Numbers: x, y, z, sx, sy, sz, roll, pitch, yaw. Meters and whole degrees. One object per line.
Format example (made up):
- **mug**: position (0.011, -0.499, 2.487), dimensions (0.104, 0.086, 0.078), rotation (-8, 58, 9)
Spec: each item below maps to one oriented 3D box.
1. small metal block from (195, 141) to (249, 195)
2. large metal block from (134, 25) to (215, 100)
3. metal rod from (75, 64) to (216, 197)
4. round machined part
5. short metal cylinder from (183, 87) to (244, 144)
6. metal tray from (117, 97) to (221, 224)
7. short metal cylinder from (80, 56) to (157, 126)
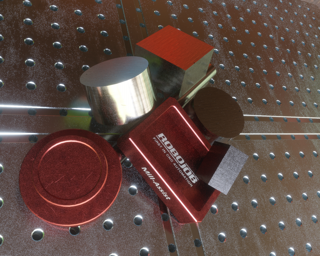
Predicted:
- **small metal block**: position (0.071, 0.045, 0.365), dimensions (0.025, 0.050, 0.050), rotation (32, 87, -11)
- **large metal block**: position (0.019, -0.097, 0.446), dimensions (0.080, 0.050, 0.080), rotation (32, 49, 18)
- **metal rod**: position (-0.004, -0.013, 0.416), dimensions (0.025, 0.025, 0.302), rotation (44, 52, 2)
- **round machined part**: position (-0.087, 0.046, 0.306), dimensions (0.099, 0.042, 0.098), rotation (4, 68, -10)
- **short metal cylinder**: position (0.070, -0.011, 0.435), dimensions (0.081, 0.050, 0.080), rotation (14, 56, -21)
- **metal tray**: position (0.021, 0.038, 0.375), dimensions (0.130, 0.030, 0.090), rotation (52, 51, -7)
- **short metal cylinder**: position (-0.048, -0.046, 0.368), dimensions (0.080, 0.050, 0.080), rotation (-9, 33, 6)
